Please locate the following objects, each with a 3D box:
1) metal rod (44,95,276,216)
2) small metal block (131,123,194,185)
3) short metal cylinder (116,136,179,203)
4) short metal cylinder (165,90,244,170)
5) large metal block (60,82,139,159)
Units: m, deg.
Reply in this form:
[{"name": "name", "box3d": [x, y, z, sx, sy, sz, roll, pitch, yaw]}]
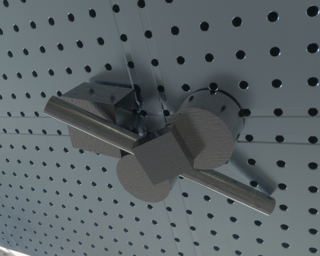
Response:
[{"name": "metal rod", "box3d": [0.005, 0.037, 0.381, 0.301, 0.025, 0.025, 25, 129, -6]}, {"name": "small metal block", "box3d": [0.004, 0.030, 0.349, 0.050, 0.025, 0.050, -25, 105, 18]}, {"name": "short metal cylinder", "box3d": [-0.013, 0.056, 0.432, 0.080, 0.050, 0.079, 13, 124, 21]}, {"name": "short metal cylinder", "box3d": [0.052, 0.002, 0.364, 0.080, 0.050, 0.079, 13, 124, 21]}, {"name": "large metal block", "box3d": [-0.079, -0.012, 0.422, 0.080, 0.050, 0.079, 10, 123, 22]}]
